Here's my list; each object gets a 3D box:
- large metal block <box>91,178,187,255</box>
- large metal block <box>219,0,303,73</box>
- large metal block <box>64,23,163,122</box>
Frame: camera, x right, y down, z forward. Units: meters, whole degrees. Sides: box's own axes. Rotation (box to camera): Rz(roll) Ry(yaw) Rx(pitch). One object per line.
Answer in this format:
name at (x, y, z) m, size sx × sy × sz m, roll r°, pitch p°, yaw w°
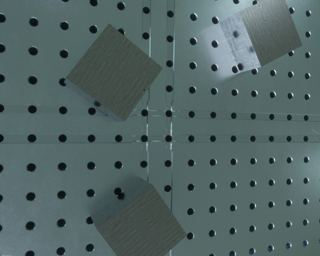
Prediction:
large metal block at (-0.027, 0.123, 0.389) m, size 0.080 × 0.050 × 0.080 m, roll -36°, pitch 102°, yaw -16°
large metal block at (0.147, -0.137, 0.453) m, size 0.080 × 0.050 × 0.080 m, roll -28°, pitch 99°, yaw -18°
large metal block at (-0.058, -0.063, 0.378) m, size 0.080 × 0.050 × 0.080 m, roll 38°, pitch 78°, yaw -16°
